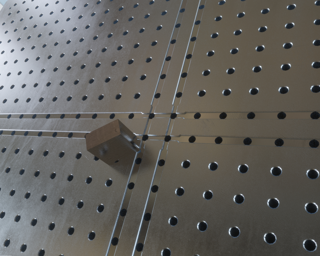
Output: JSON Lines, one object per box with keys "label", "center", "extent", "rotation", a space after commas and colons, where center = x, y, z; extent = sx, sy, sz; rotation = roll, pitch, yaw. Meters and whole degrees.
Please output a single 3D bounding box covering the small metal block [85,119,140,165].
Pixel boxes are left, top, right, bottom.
{"label": "small metal block", "center": [-0.063, 0.020, 0.414], "extent": [0.050, 0.050, 0.025], "rotation": [-25, 53, 13]}
